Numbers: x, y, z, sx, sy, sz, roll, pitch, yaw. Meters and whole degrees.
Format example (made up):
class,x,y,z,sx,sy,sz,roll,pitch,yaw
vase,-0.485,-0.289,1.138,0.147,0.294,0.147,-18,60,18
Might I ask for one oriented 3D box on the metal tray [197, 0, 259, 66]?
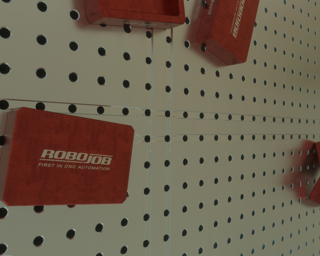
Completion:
class,x,y,z,sx,sy,sz,roll,pitch,yaw
metal tray,0.113,-0.179,0.499,0.090,0.030,0.130,24,75,-37

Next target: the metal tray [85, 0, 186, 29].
class,x,y,z,sx,sy,sz,roll,pitch,yaw
metal tray,-0.029,-0.173,0.380,0.131,0.030,0.090,-11,97,-39

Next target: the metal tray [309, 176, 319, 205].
class,x,y,z,sx,sy,sz,roll,pitch,yaw
metal tray,0.407,0.125,0.715,0.090,0.030,0.130,28,90,-33

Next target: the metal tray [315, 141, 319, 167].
class,x,y,z,sx,sy,sz,roll,pitch,yaw
metal tray,0.403,0.101,0.715,0.090,0.030,0.130,26,55,-37

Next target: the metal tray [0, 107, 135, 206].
class,x,y,z,sx,sy,sz,roll,pitch,yaw
metal tray,-0.093,0.033,0.327,0.131,0.030,0.090,10,83,-39
